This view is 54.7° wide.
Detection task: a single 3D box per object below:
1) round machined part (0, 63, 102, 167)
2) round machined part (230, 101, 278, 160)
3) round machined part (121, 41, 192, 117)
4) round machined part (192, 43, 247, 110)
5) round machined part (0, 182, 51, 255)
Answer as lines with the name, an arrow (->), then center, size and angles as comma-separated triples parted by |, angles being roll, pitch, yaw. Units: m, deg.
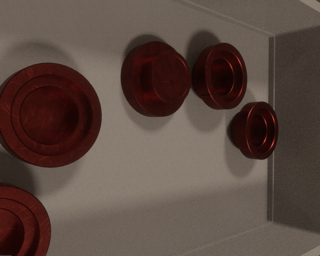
round machined part -> -0.111, -0.012, 0.304 | 0.099, 0.042, 0.097 | 0, 90, -40
round machined part -> 0.159, 0.004, 0.532 | 0.099, 0.042, 0.097 | 0, 90, -40
round machined part -> 0.002, -0.063, 0.399 | 0.099, 0.042, 0.097 | 0, 90, -40
round machined part -> 0.086, -0.076, 0.470 | 0.099, 0.042, 0.097 | 0, 90, -40
round machined part -> -0.152, 0.096, 0.270 | 0.099, 0.042, 0.097 | 0, 90, -40
